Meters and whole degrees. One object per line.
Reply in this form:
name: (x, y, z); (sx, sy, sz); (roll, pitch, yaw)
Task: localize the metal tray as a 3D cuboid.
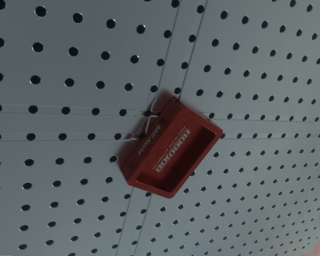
metal tray: (0.017, 0.033, 0.436); (0.090, 0.030, 0.130); (28, 103, -38)
